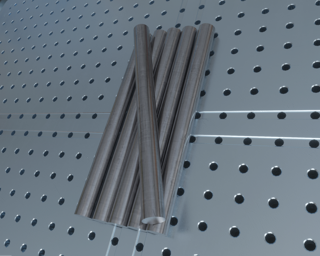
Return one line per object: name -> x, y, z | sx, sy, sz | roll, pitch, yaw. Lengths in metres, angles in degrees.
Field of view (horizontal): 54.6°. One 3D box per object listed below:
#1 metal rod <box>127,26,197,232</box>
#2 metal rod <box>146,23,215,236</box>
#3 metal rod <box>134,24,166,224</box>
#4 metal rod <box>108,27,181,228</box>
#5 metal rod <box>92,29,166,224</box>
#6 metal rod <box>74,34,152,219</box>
metal rod -> 0.010, -0.016, 0.415 | 0.025, 0.025, 0.300 | 1, 62, 29
metal rod -> 0.033, -0.016, 0.402 | 0.025, 0.025, 0.300 | 1, 62, 29
metal rod -> -0.018, -0.029, 0.404 | 0.025, 0.025, 0.300 | -18, 55, 18
metal rod -> -0.013, -0.017, 0.425 | 0.025, 0.025, 0.300 | 1, 62, 29
metal rod -> -0.034, -0.018, 0.437 | 0.025, 0.025, 0.300 | 1, 62, 29
metal rod -> -0.060, -0.020, 0.451 | 0.025, 0.025, 0.300 | 1, 62, 29
